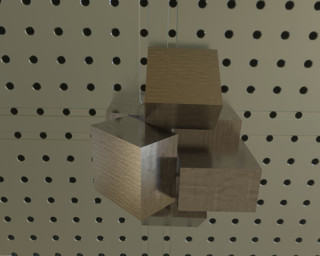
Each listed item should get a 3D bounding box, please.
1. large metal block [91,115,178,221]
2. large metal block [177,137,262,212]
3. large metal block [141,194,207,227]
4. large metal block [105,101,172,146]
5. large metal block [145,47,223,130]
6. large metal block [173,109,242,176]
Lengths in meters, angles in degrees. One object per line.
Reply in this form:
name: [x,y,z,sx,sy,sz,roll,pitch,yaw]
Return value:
large metal block: [-0.029,0.039,0.336,0.080,0.050,0.079,20,118,41]
large metal block: [0.059,0.049,0.349,0.080,0.080,0.050,1,110,-1]
large metal block: [0.016,0.100,0.415,0.080,0.050,0.080,2,155,-1]
large metal block: [-0.029,0.014,0.405,0.080,0.050,0.079,6,110,-3]
large metal block: [0.025,-0.046,0.360,0.080,0.080,0.050,2,148,-1]
large metal block: [0.056,0.018,0.407,0.080,0.050,0.079,3,110,-1]
